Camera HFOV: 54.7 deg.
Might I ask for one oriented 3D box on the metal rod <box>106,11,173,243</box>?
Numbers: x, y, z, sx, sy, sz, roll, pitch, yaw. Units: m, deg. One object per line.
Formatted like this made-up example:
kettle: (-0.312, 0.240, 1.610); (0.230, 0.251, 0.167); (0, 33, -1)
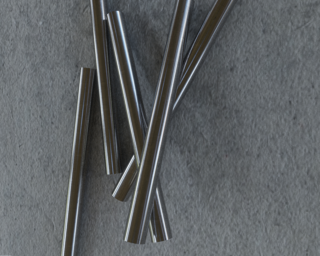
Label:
metal rod: (-0.030, -0.011, 0.394); (0.025, 0.025, 0.299); (-17, 77, 19)

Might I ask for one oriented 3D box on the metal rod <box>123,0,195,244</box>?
metal rod: (0.002, -0.019, 0.368); (0.025, 0.025, 0.299); (8, 78, 19)

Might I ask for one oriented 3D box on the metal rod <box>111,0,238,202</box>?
metal rod: (0.015, -0.035, 0.403); (0.025, 0.025, 0.299); (31, 100, 17)

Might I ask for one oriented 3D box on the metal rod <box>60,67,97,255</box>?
metal rod: (-0.119, 0.064, 0.449); (0.025, 0.025, 0.298); (8, 92, 19)

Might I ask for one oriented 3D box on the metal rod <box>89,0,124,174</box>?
metal rod: (-0.078, -0.086, 0.435); (0.025, 0.025, 0.298); (-6, 88, 19)
